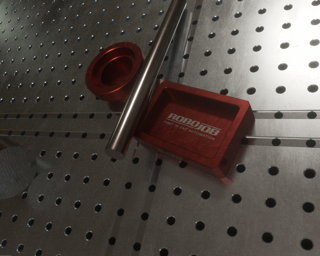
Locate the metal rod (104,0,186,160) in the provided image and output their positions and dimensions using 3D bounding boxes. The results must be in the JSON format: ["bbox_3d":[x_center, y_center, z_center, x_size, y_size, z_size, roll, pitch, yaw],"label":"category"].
[{"bbox_3d":[-0.011,-0.090,0.442,0.025,0.025,0.300,1,54,28],"label":"metal rod"}]

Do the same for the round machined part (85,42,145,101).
[{"bbox_3d":[-0.062,-0.082,0.478,0.098,0.042,0.098,-13,56,20],"label":"round machined part"}]

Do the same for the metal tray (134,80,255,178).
[{"bbox_3d":[0.038,-0.004,0.386,0.130,0.030,0.090,20,72,35],"label":"metal tray"}]

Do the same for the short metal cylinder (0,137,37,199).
[{"bbox_3d":[-0.232,0.057,0.457,0.050,0.080,0.080,20,72,35],"label":"short metal cylinder"}]
